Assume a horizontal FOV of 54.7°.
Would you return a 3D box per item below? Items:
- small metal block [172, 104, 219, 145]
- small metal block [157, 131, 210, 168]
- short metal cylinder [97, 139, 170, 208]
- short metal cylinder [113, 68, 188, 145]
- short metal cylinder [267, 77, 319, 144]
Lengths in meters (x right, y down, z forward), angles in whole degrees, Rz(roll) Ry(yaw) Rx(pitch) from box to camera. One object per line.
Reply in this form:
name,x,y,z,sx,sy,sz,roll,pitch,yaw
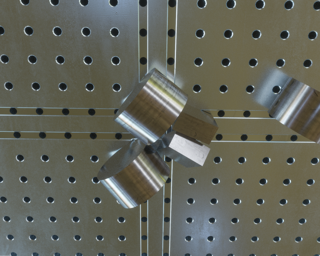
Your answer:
small metal block,0.043,-0.008,0.397,0.050,0.050,0.025,23,108,-8
small metal block,0.030,0.028,0.408,0.050,0.050,0.025,31,73,-11
short metal cylinder,-0.034,0.057,0.405,0.080,0.080,0.050,-34,107,11
short metal cylinder,-0.012,-0.026,0.374,0.050,0.080,0.080,38,106,-13
short metal cylinder,0.181,-0.021,0.378,0.080,0.080,0.050,25,108,-9
